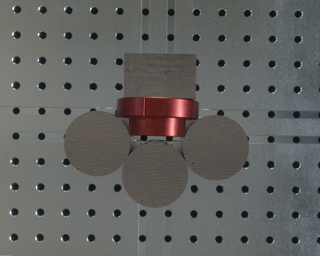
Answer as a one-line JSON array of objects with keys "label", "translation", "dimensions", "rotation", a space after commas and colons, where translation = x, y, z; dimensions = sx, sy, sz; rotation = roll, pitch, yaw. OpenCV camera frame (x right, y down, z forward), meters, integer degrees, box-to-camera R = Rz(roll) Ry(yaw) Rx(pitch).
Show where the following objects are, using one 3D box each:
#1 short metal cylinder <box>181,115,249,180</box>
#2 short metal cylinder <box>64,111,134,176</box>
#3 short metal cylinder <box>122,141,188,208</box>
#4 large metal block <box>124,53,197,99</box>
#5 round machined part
[{"label": "short metal cylinder", "translation": [0.068, 0.024, 0.402], "dimensions": [0.081, 0.050, 0.079], "rotation": [0, 90, 0]}, {"label": "short metal cylinder", "translation": [-0.076, 0.019, 0.400], "dimensions": [0.081, 0.050, 0.079], "rotation": [0, 90, 0]}, {"label": "short metal cylinder", "translation": [-0.006, 0.057, 0.401], "dimensions": [0.081, 0.050, 0.079], "rotation": [0, 90, 0]}, {"label": "large metal block", "translation": [0.000, -0.058, 0.385], "dimensions": [0.081, 0.080, 0.050], "rotation": [1, 90, 0]}, {"label": "round machined part", "translation": [-0.003, -0.011, 0.375], "dimensions": [0.099, 0.098, 0.042], "rotation": [2, 90, 0]}]
